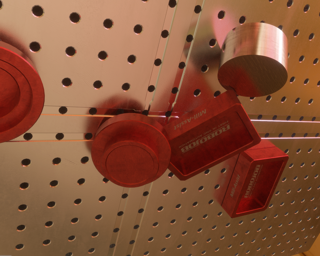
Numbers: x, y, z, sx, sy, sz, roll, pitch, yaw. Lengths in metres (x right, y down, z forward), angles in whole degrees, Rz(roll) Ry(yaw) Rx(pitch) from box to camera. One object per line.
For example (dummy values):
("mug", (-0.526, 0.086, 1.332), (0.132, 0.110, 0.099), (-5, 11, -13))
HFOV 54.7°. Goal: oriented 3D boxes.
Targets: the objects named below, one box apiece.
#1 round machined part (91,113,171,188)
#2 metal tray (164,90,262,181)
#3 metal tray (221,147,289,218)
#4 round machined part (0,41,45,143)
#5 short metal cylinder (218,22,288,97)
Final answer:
("round machined part", (-0.035, 0.034, 0.380), (0.099, 0.042, 0.097), (-1, 119, -1))
("metal tray", (0.062, 0.015, 0.426), (0.130, 0.030, 0.090), (-30, 132, 14))
("metal tray", (0.173, 0.100, 0.567), (0.091, 0.030, 0.129), (-3, 120, -27))
("round machined part", (-0.163, -0.036, 0.289), (0.099, 0.042, 0.097), (-14, 124, -21))
("short metal cylinder", (0.114, -0.082, 0.382), (0.080, 0.080, 0.050), (38, 53, -39))
